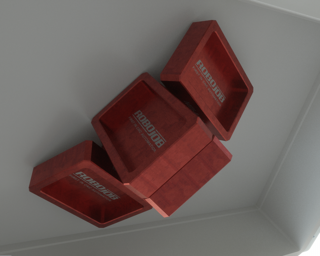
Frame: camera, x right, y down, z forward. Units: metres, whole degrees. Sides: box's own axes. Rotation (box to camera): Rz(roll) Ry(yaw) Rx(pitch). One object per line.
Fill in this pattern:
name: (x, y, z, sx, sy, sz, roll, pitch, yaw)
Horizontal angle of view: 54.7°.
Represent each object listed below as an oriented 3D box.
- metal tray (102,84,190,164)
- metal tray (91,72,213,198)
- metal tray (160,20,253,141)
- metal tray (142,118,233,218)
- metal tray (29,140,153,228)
metal tray: (0.000, 0.014, 0.413, 0.130, 0.030, 0.090, -43, 130, 1)
metal tray: (-0.016, 0.000, 0.329, 0.090, 0.130, 0.030, -42, 129, 1)
metal tray: (0.065, -0.054, 0.384, 0.130, 0.030, 0.090, 46, 66, -39)
metal tray: (0.017, 0.035, 0.355, 0.090, 0.130, 0.030, -42, 106, 0)
metal tray: (-0.080, 0.076, 0.385, 0.090, 0.030, 0.130, -27, 133, 19)
